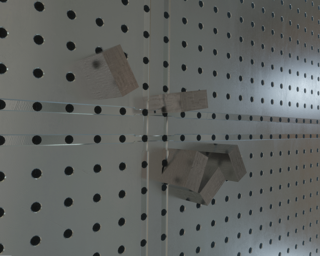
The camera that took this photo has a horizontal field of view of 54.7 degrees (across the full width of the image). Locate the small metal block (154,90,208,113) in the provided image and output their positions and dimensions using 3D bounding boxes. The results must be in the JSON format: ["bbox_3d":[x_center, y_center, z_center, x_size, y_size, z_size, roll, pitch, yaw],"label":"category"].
[{"bbox_3d":[0.028,-0.036,0.419,0.050,0.050,0.025,-11,97,-40],"label":"small metal block"}]

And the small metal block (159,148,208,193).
[{"bbox_3d":[0.032,0.057,0.422,0.025,0.050,0.050,32,70,-36],"label":"small metal block"}]

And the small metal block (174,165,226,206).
[{"bbox_3d":[0.057,0.079,0.443,0.050,0.050,0.025,-46,118,-30],"label":"small metal block"}]

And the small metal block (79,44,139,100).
[{"bbox_3d":[-0.057,-0.061,0.346,0.025,0.050,0.050,-37,113,-34],"label":"small metal block"}]

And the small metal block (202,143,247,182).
[{"bbox_3d":[0.100,0.053,0.479,0.025,0.050,0.050,-36,112,-35],"label":"small metal block"}]
